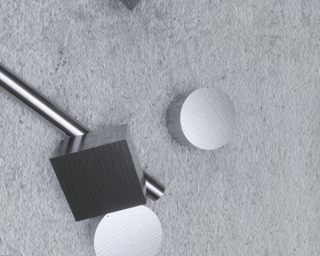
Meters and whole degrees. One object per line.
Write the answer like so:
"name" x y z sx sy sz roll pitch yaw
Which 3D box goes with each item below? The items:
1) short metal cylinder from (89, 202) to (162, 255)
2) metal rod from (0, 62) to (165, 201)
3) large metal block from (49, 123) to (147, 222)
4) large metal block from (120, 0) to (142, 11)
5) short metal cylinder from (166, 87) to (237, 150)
"short metal cylinder" -0.044 0.127 0.380 0.081 0.050 0.080 0 90 -20
"metal rod" -0.113 -0.006 0.367 0.301 0.025 0.025 39 78 -16
"large metal block" -0.065 0.049 0.350 0.080 0.050 0.080 -15 110 1
"large metal block" -0.038 -0.198 0.366 0.080 0.080 0.050 40 77 -16
"short metal cylinder" 0.054 -0.012 0.416 0.081 0.050 0.080 0 90 -20
